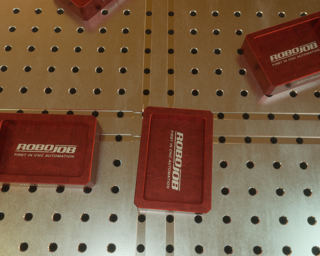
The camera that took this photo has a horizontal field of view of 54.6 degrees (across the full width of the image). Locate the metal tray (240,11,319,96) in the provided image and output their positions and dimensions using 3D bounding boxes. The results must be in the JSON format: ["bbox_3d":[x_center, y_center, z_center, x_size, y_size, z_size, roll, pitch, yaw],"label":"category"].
[{"bbox_3d":[0.197,-0.109,0.450,0.131,0.030,0.090,-19,71,-7],"label":"metal tray"}]

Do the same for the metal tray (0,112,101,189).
[{"bbox_3d":[-0.148,0.029,0.397,0.131,0.030,0.090,2,70,0],"label":"metal tray"}]

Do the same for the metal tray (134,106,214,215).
[{"bbox_3d":[0.019,0.040,0.394,0.090,0.030,0.130,4,70,1],"label":"metal tray"}]

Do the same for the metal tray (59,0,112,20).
[{"bbox_3d":[-0.106,-0.244,0.497,0.090,0.030,0.130,41,75,13],"label":"metal tray"}]
